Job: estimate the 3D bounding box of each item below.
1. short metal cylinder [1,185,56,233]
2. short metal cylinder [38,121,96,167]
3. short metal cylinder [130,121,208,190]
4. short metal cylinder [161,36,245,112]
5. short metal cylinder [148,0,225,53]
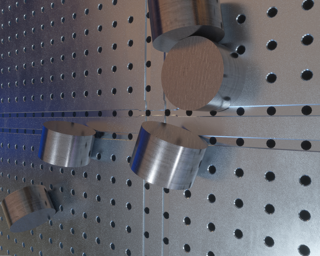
[{"bbox_3d":[-0.240,0.148,0.568,0.080,0.081,0.050,-48,62,29],"label":"short metal cylinder"},{"bbox_3d":[-0.147,0.024,0.492,0.080,0.081,0.050,22,104,37],"label":"short metal cylinder"},{"bbox_3d":[0.010,0.030,0.364,0.080,0.081,0.050,29,108,36],"label":"short metal cylinder"},{"bbox_3d":[0.048,-0.059,0.352,0.080,0.050,0.079,0,90,39],"label":"short metal cylinder"},{"bbox_3d":[0.029,-0.122,0.348,0.080,0.081,0.050,-11,83,39],"label":"short metal cylinder"}]
